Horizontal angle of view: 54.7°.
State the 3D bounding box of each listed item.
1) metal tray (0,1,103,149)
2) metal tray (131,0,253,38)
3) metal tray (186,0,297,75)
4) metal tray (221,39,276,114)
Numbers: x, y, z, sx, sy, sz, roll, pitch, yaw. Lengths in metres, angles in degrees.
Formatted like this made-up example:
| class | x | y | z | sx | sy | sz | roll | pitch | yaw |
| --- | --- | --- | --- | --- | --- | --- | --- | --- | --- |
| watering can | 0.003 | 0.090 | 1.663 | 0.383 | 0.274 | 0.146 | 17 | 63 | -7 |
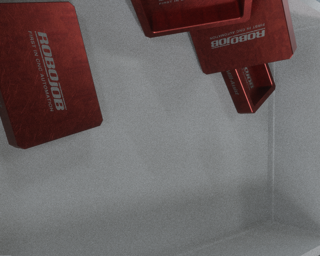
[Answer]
| class | x | y | z | sx | sy | sz | roll | pitch | yaw |
| --- | --- | --- | --- | --- | --- | --- | --- | --- | --- |
| metal tray | -0.116 | -0.054 | 0.307 | 0.091 | 0.030 | 0.129 | -21 | 103 | -38 |
| metal tray | 0.037 | -0.150 | 0.351 | 0.090 | 0.131 | 0.030 | 59 | 25 | -68 |
| metal tray | 0.110 | -0.130 | 0.428 | 0.030 | 0.130 | 0.090 | -47 | 123 | -46 |
| metal tray | 0.147 | -0.100 | 0.529 | 0.090 | 0.030 | 0.130 | -42 | 116 | -32 |
